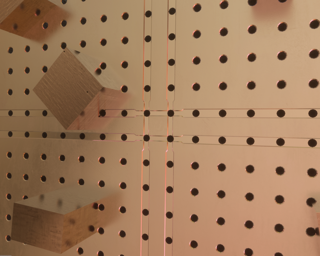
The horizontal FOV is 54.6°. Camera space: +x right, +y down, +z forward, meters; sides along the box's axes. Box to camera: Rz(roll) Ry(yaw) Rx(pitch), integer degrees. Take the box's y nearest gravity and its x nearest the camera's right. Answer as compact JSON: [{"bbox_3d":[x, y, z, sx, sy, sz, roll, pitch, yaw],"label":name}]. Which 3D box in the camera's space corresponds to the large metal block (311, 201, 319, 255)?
[{"bbox_3d":[0.211,0.120,0.325,0.080,0.050,0.080,-9,87,20],"label":"large metal block"}]

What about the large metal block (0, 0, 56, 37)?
[{"bbox_3d":[-0.223,-0.204,0.479,0.080,0.050,0.080,-34,79,17],"label":"large metal block"}]

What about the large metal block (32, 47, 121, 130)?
[{"bbox_3d":[-0.118,-0.053,0.442,0.080,0.050,0.080,-46,76,14],"label":"large metal block"}]

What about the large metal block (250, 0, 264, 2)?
[{"bbox_3d":[0.122,-0.197,0.340,0.050,0.080,0.080,0,90,20],"label":"large metal block"}]

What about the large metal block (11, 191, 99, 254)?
[{"bbox_3d":[-0.145,0.127,0.435,0.080,0.080,0.050,7,92,20],"label":"large metal block"}]
